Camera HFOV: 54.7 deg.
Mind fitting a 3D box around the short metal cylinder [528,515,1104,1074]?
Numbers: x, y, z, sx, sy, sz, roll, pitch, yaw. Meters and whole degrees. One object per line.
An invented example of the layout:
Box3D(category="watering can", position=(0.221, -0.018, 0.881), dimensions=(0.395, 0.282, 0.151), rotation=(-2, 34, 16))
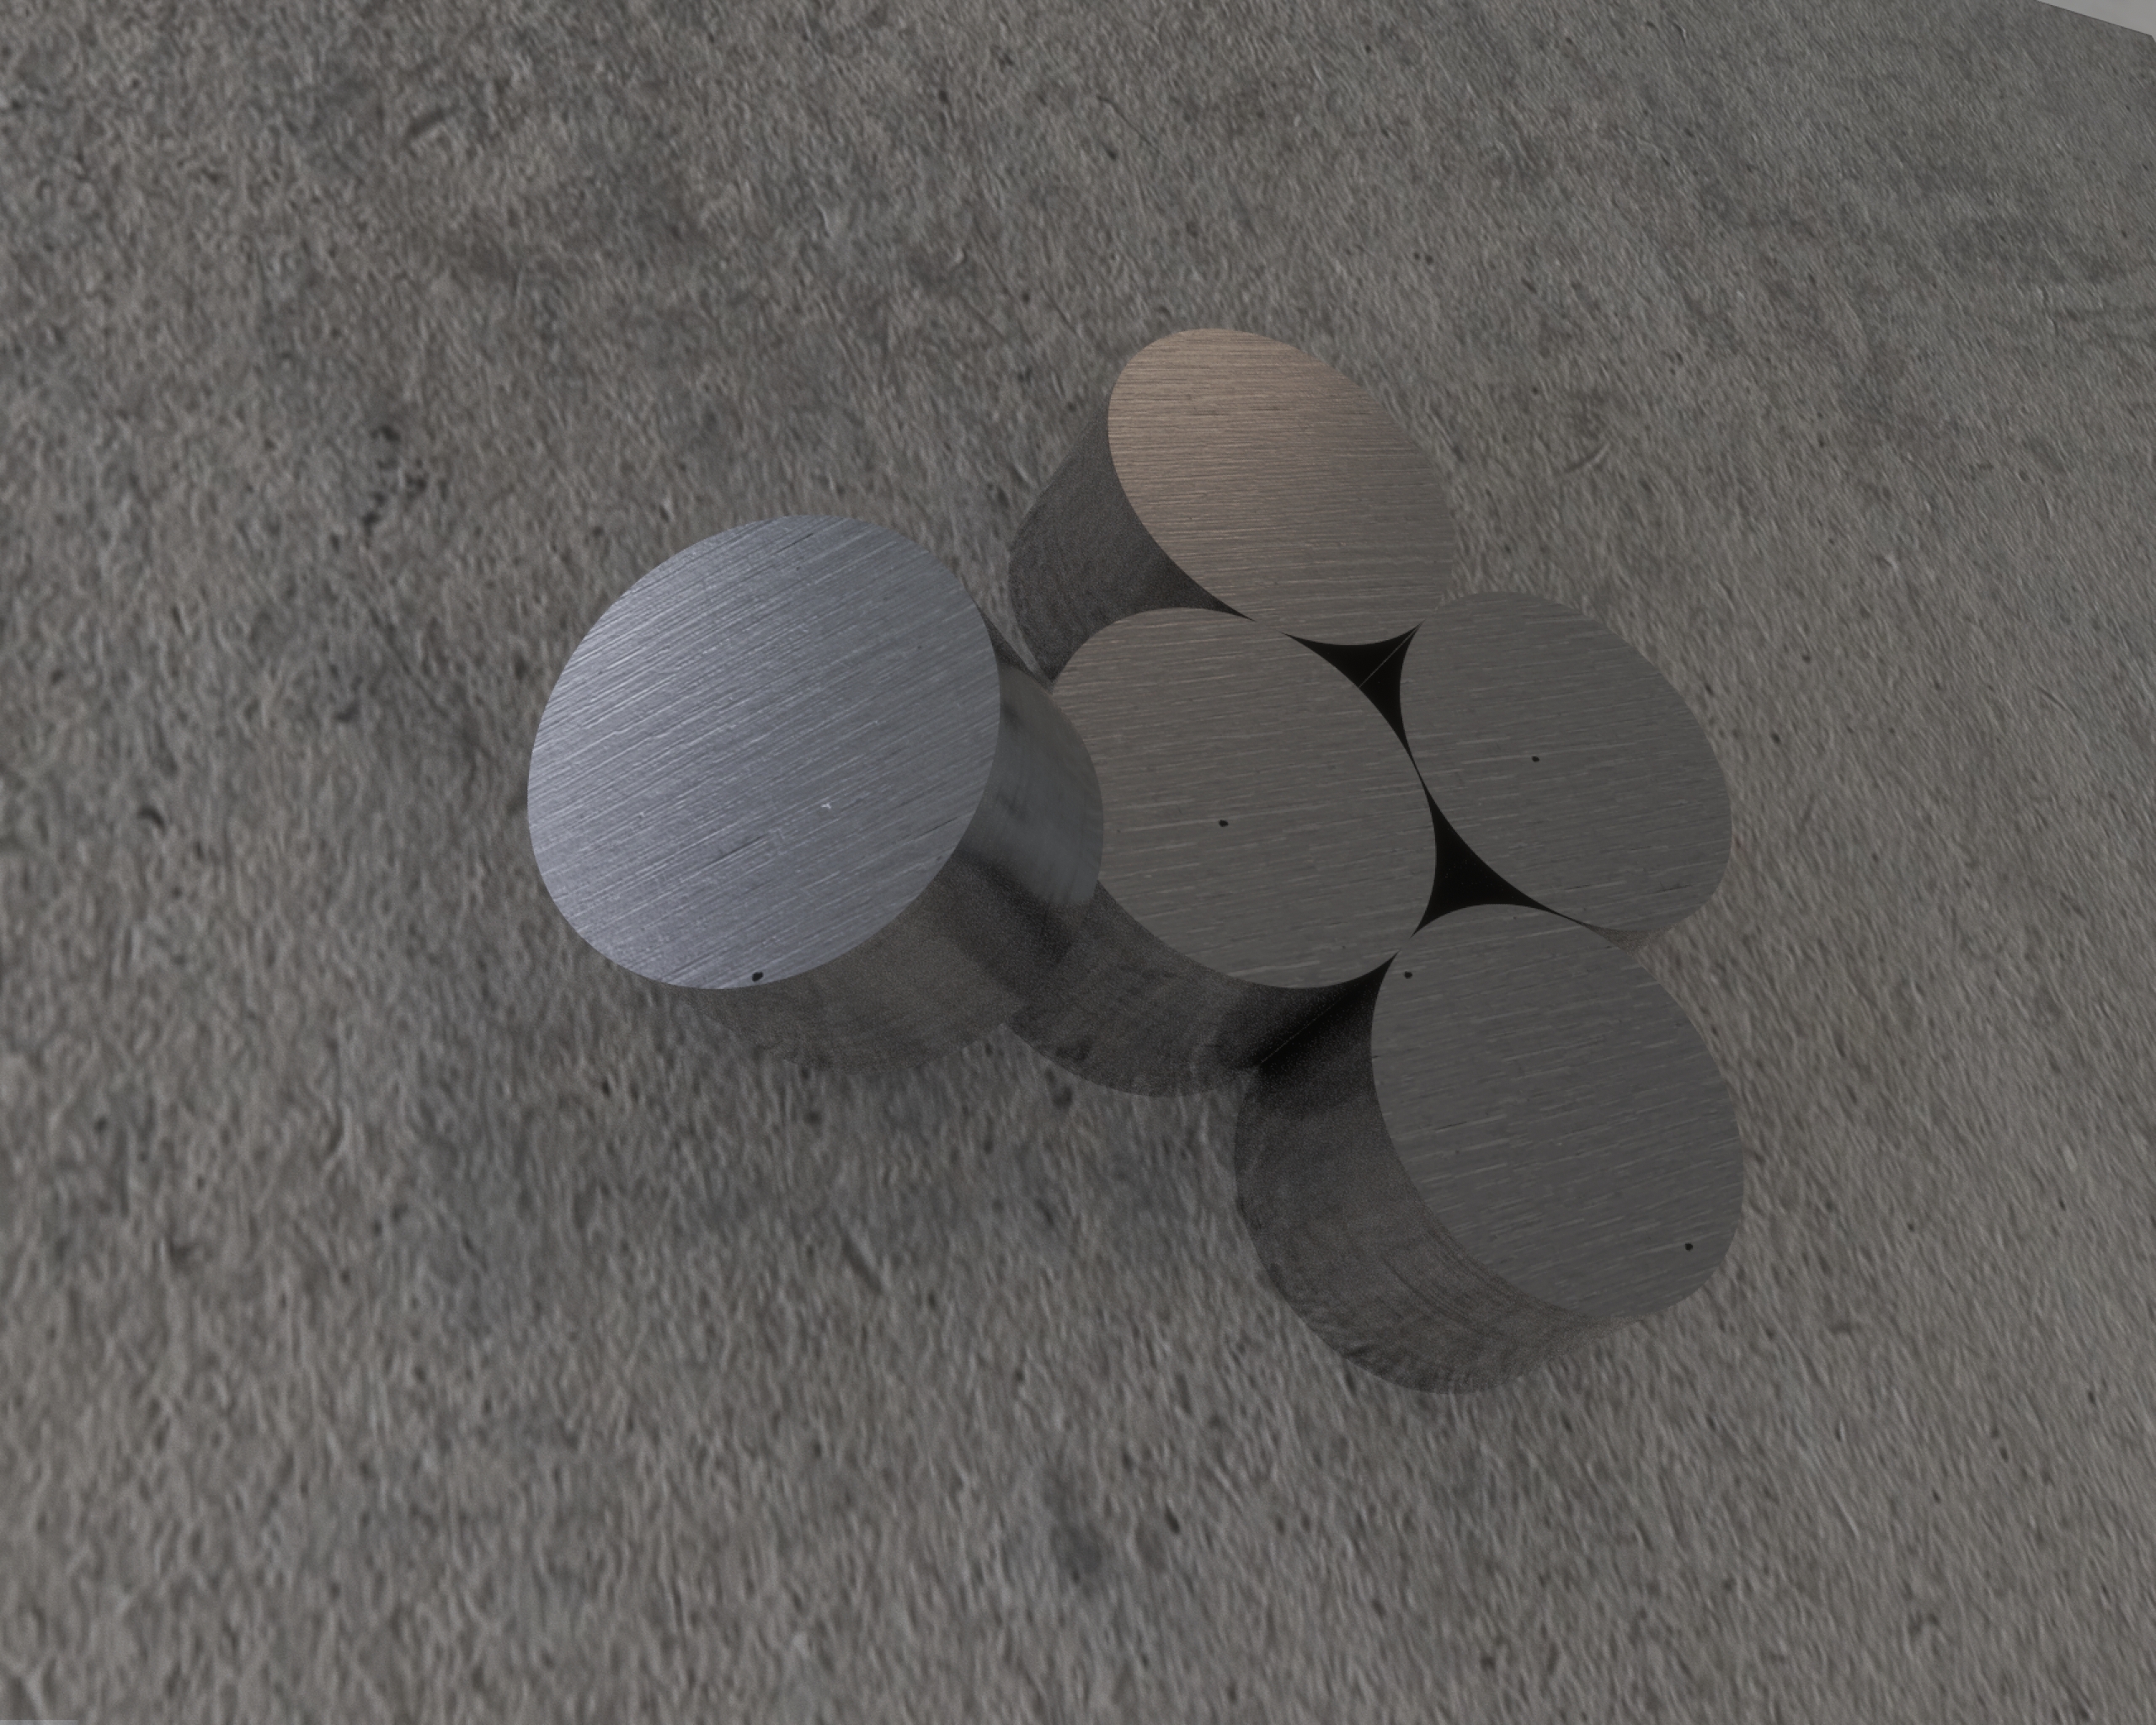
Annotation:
Box3D(category="short metal cylinder", position=(-0.042, -0.010, 0.345), dimensions=(0.080, 0.050, 0.080), rotation=(-7, 67, 17))

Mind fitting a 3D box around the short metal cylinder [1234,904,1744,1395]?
Box3D(category="short metal cylinder", position=(0.077, 0.055, 0.396), dimensions=(0.081, 0.050, 0.080), rotation=(14, 56, -21))

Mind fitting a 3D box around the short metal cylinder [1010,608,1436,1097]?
Box3D(category="short metal cylinder", position=(0.021, -0.002, 0.400), dimensions=(0.081, 0.050, 0.080), rotation=(13, 56, -21))

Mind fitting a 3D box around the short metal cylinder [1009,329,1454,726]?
Box3D(category="short metal cylinder", position=(0.032, -0.066, 0.445), dimensions=(0.081, 0.050, 0.080), rotation=(14, 56, -21))

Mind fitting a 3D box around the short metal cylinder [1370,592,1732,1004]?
Box3D(category="short metal cylinder", position=(0.089, -0.010, 0.442), dimensions=(0.081, 0.050, 0.080), rotation=(14, 56, -21))
